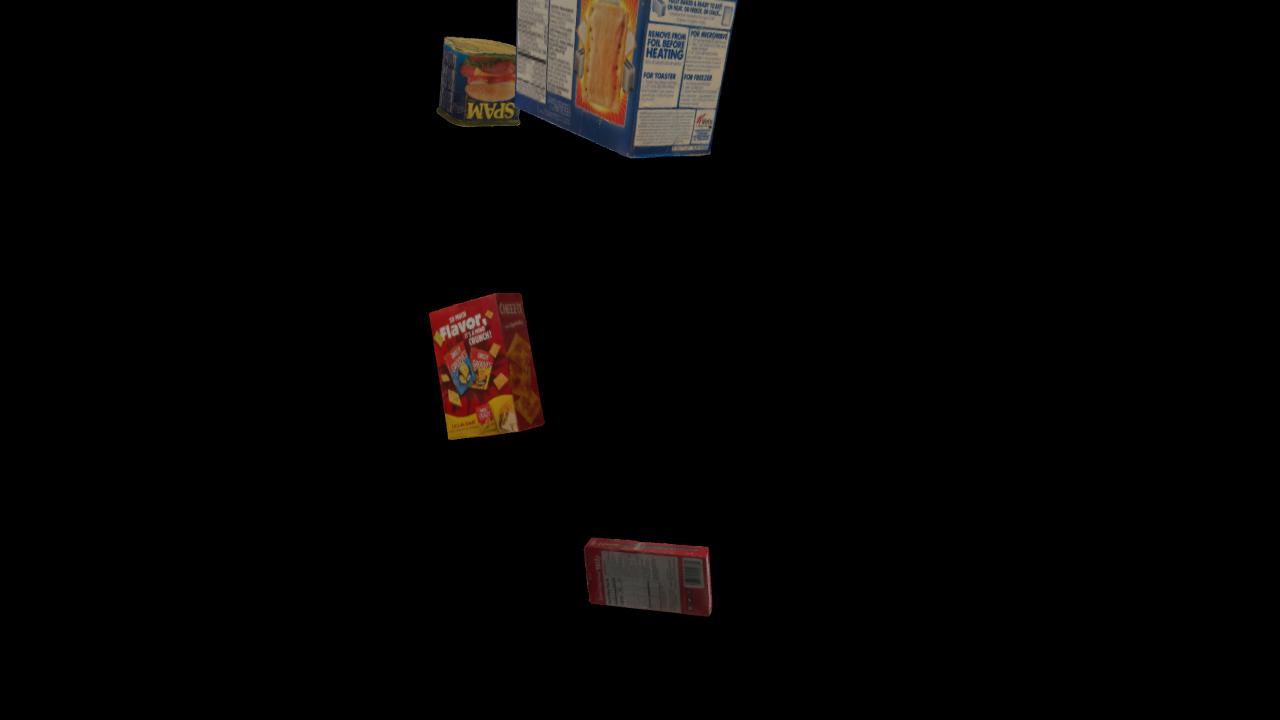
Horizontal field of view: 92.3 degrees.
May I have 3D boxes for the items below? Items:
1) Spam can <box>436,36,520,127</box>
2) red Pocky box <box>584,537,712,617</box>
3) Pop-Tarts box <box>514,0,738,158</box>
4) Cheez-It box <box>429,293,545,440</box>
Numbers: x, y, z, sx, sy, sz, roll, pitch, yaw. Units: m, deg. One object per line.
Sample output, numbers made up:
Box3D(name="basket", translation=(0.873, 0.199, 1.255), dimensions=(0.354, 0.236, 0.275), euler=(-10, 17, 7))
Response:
Box3D(name="Spam can", translation=(-0.188, -0.332, 0.736), dimensions=(0.058, 0.085, 0.101), euler=(39, 40, 27))
Box3D(name="red Pocky box", translation=(0.010, 0.265, 0.755), dimensions=(0.155, 0.083, 0.028), euler=(0, 15, 16))
Box3D(name="Pop-Tarts box", translation=(-0.018, -0.244, 0.460), dimensions=(0.083, 0.141, 0.167), euler=(-18, 39, -35))
Box3D(name="Cheez-It box", translation=(-0.257, 0.013, 1.016), dimensions=(0.166, 0.223, 0.071), euler=(-11, -1, 32))
